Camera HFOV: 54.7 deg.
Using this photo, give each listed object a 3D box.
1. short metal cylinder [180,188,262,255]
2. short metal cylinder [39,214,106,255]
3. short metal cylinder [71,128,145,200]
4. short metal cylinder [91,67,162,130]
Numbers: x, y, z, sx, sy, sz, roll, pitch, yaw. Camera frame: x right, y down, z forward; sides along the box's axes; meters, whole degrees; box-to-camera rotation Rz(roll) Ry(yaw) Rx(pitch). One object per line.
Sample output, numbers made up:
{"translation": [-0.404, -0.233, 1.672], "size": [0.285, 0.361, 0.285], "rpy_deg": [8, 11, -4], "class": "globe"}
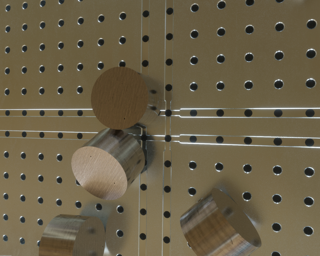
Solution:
{"translation": [0.070, 0.117, 0.358], "size": [0.050, 0.080, 0.080], "rpy_deg": [-45, 77, 14], "class": "short metal cylinder"}
{"translation": [-0.117, 0.161, 0.423], "size": [0.050, 0.080, 0.079], "rpy_deg": [-2, 90, 20], "class": "short metal cylinder"}
{"translation": [-0.067, 0.046, 0.406], "size": [0.080, 0.050, 0.079], "rpy_deg": [11, 120, 20], "class": "short metal cylinder"}
{"translation": [-0.044, -0.038, 0.414], "size": [0.080, 0.050, 0.079], "rpy_deg": [0, 90, 19], "class": "short metal cylinder"}
